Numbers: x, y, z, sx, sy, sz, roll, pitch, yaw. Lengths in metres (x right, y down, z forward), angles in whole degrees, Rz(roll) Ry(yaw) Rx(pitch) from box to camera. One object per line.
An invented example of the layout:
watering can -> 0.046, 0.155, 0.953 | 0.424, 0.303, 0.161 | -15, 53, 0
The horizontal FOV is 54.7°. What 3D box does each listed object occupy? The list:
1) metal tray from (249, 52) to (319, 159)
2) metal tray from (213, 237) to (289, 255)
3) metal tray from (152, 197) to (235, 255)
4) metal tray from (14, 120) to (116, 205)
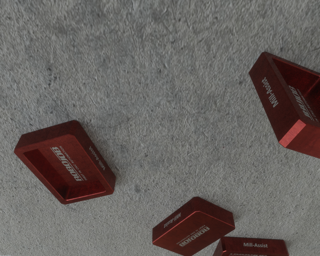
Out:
metal tray -> 0.151, -0.024, 0.320 | 0.091, 0.130, 0.030 | 17, 128, -14
metal tray -> 0.179, 0.260, 0.626 | 0.131, 0.030, 0.089 | 5, 130, -5
metal tray -> 0.058, 0.182, 0.560 | 0.090, 0.030, 0.129 | 29, 124, -23
metal tray -> -0.131, 0.055, 0.448 | 0.090, 0.030, 0.130 | -15, 129, 12
